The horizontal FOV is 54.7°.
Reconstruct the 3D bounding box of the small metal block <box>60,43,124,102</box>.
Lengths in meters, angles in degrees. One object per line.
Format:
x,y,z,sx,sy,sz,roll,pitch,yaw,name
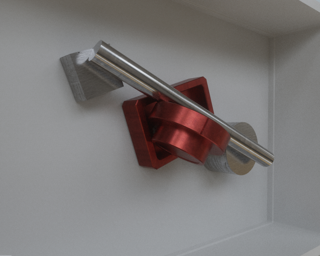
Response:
-0.074,-0.061,0.343,0.050,0.025,0.050,-28,108,-37,small metal block

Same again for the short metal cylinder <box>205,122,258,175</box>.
0.108,0.031,0.482,0.081,0.050,0.079,0,90,-40,short metal cylinder

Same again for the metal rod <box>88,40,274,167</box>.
0.048,-0.016,0.393,0.301,0.025,0.025,29,72,-30,metal rod

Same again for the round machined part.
0.029,0.011,0.367,0.098,0.098,0.042,34,77,-35,round machined part

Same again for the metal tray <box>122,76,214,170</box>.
0.019,-0.011,0.419,0.131,0.030,0.089,-25,106,-38,metal tray
